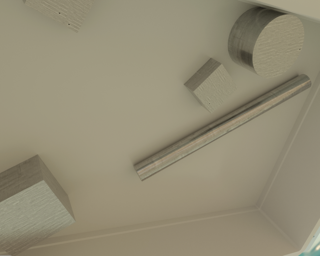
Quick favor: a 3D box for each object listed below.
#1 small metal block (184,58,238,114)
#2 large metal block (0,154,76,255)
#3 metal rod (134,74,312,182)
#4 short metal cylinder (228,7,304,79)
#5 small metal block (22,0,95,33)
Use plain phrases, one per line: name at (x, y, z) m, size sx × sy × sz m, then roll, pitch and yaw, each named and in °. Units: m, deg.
small metal block at (0.068, -0.056, 0.413) m, size 0.050 × 0.025 × 0.050 m, roll -45°, pitch 130°, yaw 2°
large metal block at (-0.158, 0.091, 0.363) m, size 0.080 × 0.050 × 0.080 m, roll -28°, pitch 128°, yaw -11°
metal rod at (0.100, -0.005, 0.462) m, size 0.302 × 0.025 × 0.025 m, roll -28°, pitch 128°, yaw -11°
short metal cylinder at (0.136, -0.111, 0.401) m, size 0.081 × 0.050 × 0.079 m, roll -14°, pitch 125°, yaw -21°
small metal block at (-0.089, -0.124, 0.284) m, size 0.050 × 0.025 × 0.050 m, roll 23°, pitch 106°, yaw -37°
